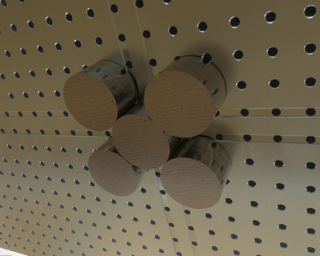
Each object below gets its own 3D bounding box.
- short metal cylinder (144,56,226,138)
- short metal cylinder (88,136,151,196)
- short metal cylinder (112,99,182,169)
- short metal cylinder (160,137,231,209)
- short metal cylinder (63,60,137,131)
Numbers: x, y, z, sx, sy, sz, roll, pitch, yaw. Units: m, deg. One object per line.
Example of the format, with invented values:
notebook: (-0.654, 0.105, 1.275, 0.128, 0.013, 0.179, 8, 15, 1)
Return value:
short metal cylinder: (0.029, -0.036, 0.354, 0.080, 0.050, 0.079, 13, 124, 20)
short metal cylinder: (-0.057, 0.053, 0.455, 0.080, 0.050, 0.079, 13, 124, 20)
short metal cylinder: (-0.015, 0.007, 0.405, 0.080, 0.050, 0.079, 13, 124, 20)
short metal cylinder: (0.047, 0.058, 0.404, 0.080, 0.050, 0.079, 13, 124, 20)
short metal cylinder: (-0.078, -0.042, 0.407, 0.080, 0.050, 0.079, 13, 124, 20)
